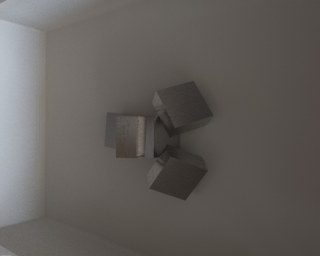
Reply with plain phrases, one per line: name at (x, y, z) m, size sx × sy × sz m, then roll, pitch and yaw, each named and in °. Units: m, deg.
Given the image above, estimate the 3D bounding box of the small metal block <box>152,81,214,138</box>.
small metal block at (0.026, -0.023, 0.362) m, size 0.050 × 0.050 × 0.025 m, roll 64°, pitch 157°, yaw 20°

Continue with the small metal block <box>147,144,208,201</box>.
small metal block at (0.020, 0.053, 0.367) m, size 0.050 × 0.050 × 0.025 m, roll -58°, pitch 22°, yaw 23°

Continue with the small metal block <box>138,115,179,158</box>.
small metal block at (-0.001, 0.010, 0.387) m, size 0.025 × 0.050 × 0.050 m, roll 1°, pitch 91°, yaw 40°

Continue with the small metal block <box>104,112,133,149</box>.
small metal block at (-0.052, 0.005, 0.444) m, size 0.050 × 0.025 × 0.050 m, roll 9°, pitch 95°, yaw 39°

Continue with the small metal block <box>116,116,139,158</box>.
small metal block at (-0.036, 0.009, 0.393) m, size 0.025 × 0.050 × 0.050 m, roll 1°, pitch 94°, yaw 8°
